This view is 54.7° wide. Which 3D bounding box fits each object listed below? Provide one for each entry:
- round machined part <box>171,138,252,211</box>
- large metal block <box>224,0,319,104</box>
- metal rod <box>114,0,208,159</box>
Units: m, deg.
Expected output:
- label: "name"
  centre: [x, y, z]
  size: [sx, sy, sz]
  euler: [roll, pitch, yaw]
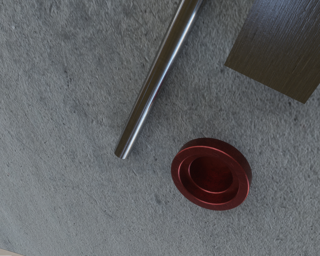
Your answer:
- label: "round machined part"
  centre: [0.067, 0.054, 0.394]
  size: [0.098, 0.042, 0.097]
  euler: [13, 124, 21]
- label: "large metal block"
  centre: [0.117, -0.081, 0.279]
  size: [0.080, 0.050, 0.079]
  euler: [29, 128, 10]
- label: "metal rod"
  centre: [0.000, -0.066, 0.365]
  size: [0.025, 0.025, 0.298]
  euler: [33, 129, 6]
